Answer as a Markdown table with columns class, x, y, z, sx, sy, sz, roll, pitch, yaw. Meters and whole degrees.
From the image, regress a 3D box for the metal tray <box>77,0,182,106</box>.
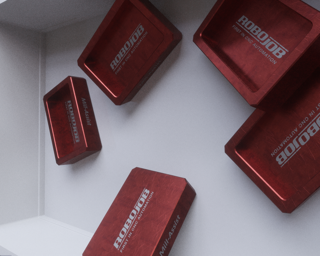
| class | x | y | z | sx | sy | sz | roll | pitch | yaw |
| --- | --- | --- | --- | --- | --- | --- | --- | --- | --- |
| metal tray | -0.045 | -0.105 | 0.418 | 0.090 | 0.030 | 0.129 | 47 | 120 | 5 |

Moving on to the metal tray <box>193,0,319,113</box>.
| class | x | y | z | sx | sy | sz | roll | pitch | yaw |
| --- | --- | --- | --- | --- | --- | --- | --- | --- | --- |
| metal tray | 0.093 | -0.089 | 0.301 | 0.090 | 0.030 | 0.130 | -53 | 43 | 26 |

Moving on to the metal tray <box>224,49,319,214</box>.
| class | x | y | z | sx | sy | sz | roll | pitch | yaw |
| --- | --- | --- | --- | --- | --- | --- | --- | --- | --- |
| metal tray | 0.134 | 0.005 | 0.291 | 0.090 | 0.030 | 0.129 | 49 | 119 | 28 |

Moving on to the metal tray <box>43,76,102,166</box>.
| class | x | y | z | sx | sy | sz | roll | pitch | yaw |
| --- | --- | --- | --- | --- | --- | --- | --- | --- | --- |
| metal tray | -0.151 | -0.011 | 0.524 | 0.090 | 0.030 | 0.129 | -26 | 74 | 36 |

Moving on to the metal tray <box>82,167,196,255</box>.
| class | x | y | z | sx | sy | sz | roll | pitch | yaw |
| --- | --- | --- | --- | --- | --- | --- | --- | --- | --- |
| metal tray | -0.024 | 0.115 | 0.373 | 0.090 | 0.030 | 0.130 | 7 | 56 | 39 |
